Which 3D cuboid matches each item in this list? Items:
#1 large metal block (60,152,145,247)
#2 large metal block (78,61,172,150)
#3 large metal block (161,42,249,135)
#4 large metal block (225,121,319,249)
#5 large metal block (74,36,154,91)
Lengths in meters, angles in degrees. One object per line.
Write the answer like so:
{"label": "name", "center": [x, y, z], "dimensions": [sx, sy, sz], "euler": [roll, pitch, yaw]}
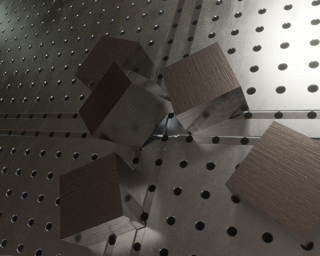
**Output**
{"label": "large metal block", "center": [-0.071, 0.088, 0.374], "dimensions": [0.080, 0.050, 0.080], "euler": [-24, 53, 13]}
{"label": "large metal block", "center": [-0.041, -0.026, 0.395], "dimensions": [0.080, 0.080, 0.050], "euler": [-51, 49, 16]}
{"label": "large metal block", "center": [0.055, -0.049, 0.393], "dimensions": [0.080, 0.050, 0.080], "euler": [-25, 53, 12]}
{"label": "large metal block", "center": [0.124, 0.052, 0.295], "dimensions": [0.080, 0.050, 0.080], "euler": [33, 80, 38]}
{"label": "large metal block", "center": [-0.071, -0.092, 0.484], "dimensions": [0.080, 0.050, 0.080], "euler": [21, 73, 35]}
